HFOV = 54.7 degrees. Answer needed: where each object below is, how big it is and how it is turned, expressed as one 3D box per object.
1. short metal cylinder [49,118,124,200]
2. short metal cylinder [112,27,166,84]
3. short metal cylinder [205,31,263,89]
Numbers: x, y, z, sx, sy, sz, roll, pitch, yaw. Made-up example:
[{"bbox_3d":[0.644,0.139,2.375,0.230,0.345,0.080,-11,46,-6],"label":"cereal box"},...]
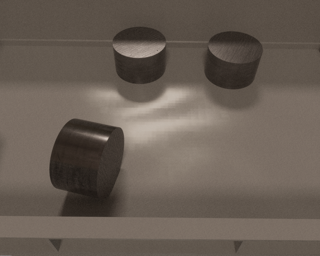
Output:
[{"bbox_3d":[-0.077,0.033,0.341,0.050,0.080,0.080,12,51,9],"label":"short metal cylinder"},{"bbox_3d":[-0.031,-0.114,0.485,0.081,0.050,0.080,0,50,0],"label":"short metal cylinder"},{"bbox_3d":[0.112,-0.105,0.479,0.081,0.050,0.080,0,50,0],"label":"short metal cylinder"}]
